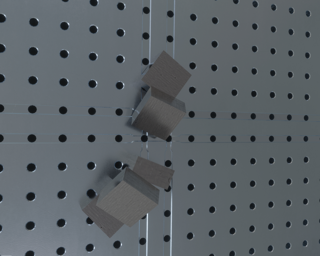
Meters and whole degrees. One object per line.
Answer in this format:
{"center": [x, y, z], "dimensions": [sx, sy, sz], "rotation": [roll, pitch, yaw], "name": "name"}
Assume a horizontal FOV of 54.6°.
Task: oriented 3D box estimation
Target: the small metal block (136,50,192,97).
{"center": [0.005, -0.066, 0.414], "dimensions": [0.050, 0.025, 0.050], "rotation": [39, 78, -16], "name": "small metal block"}

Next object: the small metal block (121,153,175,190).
{"center": [-0.017, 0.054, 0.393], "dimensions": [0.050, 0.050, 0.025], "rotation": [24, 82, -19], "name": "small metal block"}

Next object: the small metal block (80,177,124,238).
{"center": [-0.063, 0.099, 0.389], "dimensions": [0.050, 0.025, 0.050], "rotation": [-43, 104, -15], "name": "small metal block"}

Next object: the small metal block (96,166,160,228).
{"center": [-0.037, 0.081, 0.359], "dimensions": [0.050, 0.025, 0.050], "rotation": [39, 114, -16], "name": "small metal block"}

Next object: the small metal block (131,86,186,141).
{"center": [-0.002, -0.018, 0.398], "dimensions": [0.050, 0.025, 0.050], "rotation": [25, 122, -19], "name": "small metal block"}
